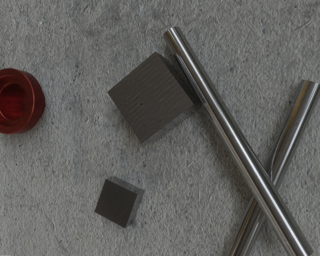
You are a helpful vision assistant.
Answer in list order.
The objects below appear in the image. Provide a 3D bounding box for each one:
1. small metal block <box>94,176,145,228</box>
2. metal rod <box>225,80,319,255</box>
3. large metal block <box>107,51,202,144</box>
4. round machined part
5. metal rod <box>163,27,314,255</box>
[{"bbox_3d":[-0.056,0.101,0.428,0.050,0.025,0.050,22,97,18],"label":"small metal block"},{"bbox_3d":[0.119,0.088,0.366,0.025,0.025,0.298,23,97,18],"label":"metal rod"},{"bbox_3d":[-0.005,-0.036,0.397,0.080,0.050,0.080,-37,78,16],"label":"large metal block"},{"bbox_3d":[-0.218,-0.040,0.475,0.098,0.042,0.097,0,90,19],"label":"round machined part"},{"bbox_3d":[0.081,0.004,0.361,0.025,0.025,0.299,-32,73,17],"label":"metal rod"}]
